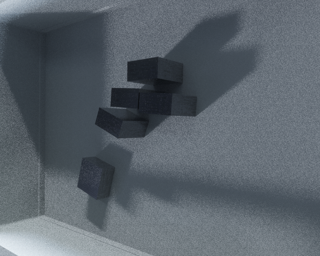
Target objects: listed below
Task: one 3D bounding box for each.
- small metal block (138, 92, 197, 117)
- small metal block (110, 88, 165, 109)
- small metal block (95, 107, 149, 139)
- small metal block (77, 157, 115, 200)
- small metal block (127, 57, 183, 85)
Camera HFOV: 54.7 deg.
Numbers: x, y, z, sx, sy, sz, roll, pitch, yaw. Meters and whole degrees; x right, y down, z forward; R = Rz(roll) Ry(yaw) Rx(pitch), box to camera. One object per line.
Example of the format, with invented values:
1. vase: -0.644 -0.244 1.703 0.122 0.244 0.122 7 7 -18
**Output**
1. small metal block: 0.010 -0.029 0.381 0.050 0.050 0.025 7 95 39
2. small metal block: -0.029 -0.038 0.413 0.050 0.050 0.025 7 95 39
3. small metal block: -0.053 -0.007 0.432 0.050 0.050 0.025 28 108 36
4. small metal block: -0.101 0.078 0.488 0.050 0.025 0.050 20 103 38
5. small metal block: -0.006 -0.071 0.393 0.050 0.050 0.025 2 91 39
